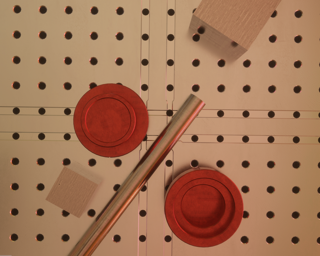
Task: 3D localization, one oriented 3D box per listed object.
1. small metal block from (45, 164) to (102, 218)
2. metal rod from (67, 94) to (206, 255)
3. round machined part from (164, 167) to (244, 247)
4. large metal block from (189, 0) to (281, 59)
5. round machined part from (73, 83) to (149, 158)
[{"bbox_3d":[-0.114,0.083,0.412,0.050,0.025,0.050,29,90,0],"label":"small metal block"},{"bbox_3d":[-0.040,0.081,0.412,0.025,0.025,0.299,37,90,0],"label":"metal rod"},{"bbox_3d":[0.055,0.100,0.405,0.099,0.042,0.097,0,90,0],"label":"round machined part"},{"bbox_3d":[0.096,-0.150,0.401,0.080,0.050,0.080,34,90,0],"label":"large metal block"},{"bbox_3d":[-0.064,-0.010,0.404,0.099,0.042,0.097,0,90,0],"label":"round machined part"}]
